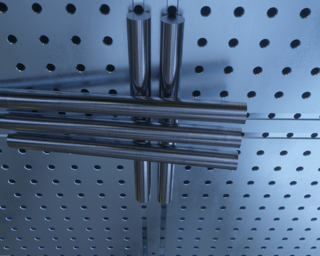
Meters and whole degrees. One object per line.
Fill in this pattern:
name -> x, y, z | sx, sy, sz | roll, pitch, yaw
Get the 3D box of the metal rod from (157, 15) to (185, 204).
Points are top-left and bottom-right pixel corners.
metal rod -> 0.010, 0.002, 0.414 | 0.025, 0.025, 0.298 | 1, 130, -1

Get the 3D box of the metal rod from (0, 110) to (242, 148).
metal rod -> -0.054, 0.000, 0.384 | 0.302, 0.025, 0.025 | 4, 131, 6

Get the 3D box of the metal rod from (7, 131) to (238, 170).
metal rod -> -0.052, 0.028, 0.407 | 0.302, 0.025, 0.025 | 5, 131, 6

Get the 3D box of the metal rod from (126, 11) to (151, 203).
metal rod -> -0.025, -0.001, 0.411 | 0.025, 0.025, 0.298 | 1, 130, -1

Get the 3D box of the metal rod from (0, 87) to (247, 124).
metal rod -> -0.055, -0.027, 0.361 | 0.302, 0.025, 0.025 | 4, 131, 6
